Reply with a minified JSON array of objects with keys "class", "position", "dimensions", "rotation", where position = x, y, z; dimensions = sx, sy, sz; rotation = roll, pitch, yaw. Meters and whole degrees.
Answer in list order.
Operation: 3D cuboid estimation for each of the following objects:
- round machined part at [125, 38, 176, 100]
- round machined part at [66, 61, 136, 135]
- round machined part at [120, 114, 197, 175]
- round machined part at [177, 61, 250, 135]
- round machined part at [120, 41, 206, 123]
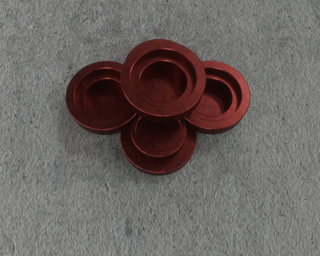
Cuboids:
[{"class":"round machined part","position":[-0.001,-0.084,0.431],"dimensions":[0.099,0.042,0.098],"rotation":[0,70,-1]},{"class":"round machined part","position":[-0.070,-0.036,0.413],"dimensions":[0.099,0.042,0.098],"rotation":[0,70,-1]},{"class":"round machined part","position":[-0.002,0.009,0.397],"dimensions":[0.099,0.042,0.098],"rotation":[0,70,-1]},{"class":"round machined part","position":[0.066,-0.037,0.415],"dimensions":[0.099,0.042,0.098],"rotation":[0,70,-1]},{"class":"round machined part","position":[0.004,-0.052,0.374],"dimensions":[0.099,0.042,0.098],"rotation":[0,70,-1]}]
